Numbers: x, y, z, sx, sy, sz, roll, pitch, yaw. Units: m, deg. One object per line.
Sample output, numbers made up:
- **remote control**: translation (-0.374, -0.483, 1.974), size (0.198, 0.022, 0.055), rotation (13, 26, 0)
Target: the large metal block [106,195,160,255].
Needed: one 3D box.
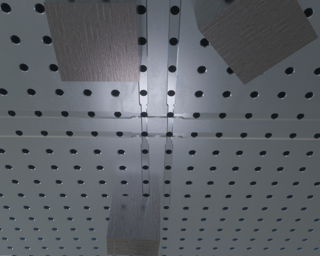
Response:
- **large metal block**: translation (-0.042, 0.159, 0.511), size (0.080, 0.080, 0.050), rotation (4, 130, -3)

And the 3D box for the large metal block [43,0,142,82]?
- **large metal block**: translation (-0.061, -0.094, 0.314), size (0.080, 0.050, 0.080), rotation (0, 130, 0)

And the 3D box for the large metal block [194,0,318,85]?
- **large metal block**: translation (0.092, -0.104, 0.307), size (0.080, 0.050, 0.080), rotation (-34, 123, 25)
